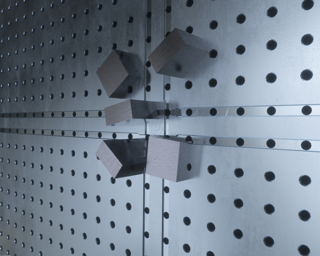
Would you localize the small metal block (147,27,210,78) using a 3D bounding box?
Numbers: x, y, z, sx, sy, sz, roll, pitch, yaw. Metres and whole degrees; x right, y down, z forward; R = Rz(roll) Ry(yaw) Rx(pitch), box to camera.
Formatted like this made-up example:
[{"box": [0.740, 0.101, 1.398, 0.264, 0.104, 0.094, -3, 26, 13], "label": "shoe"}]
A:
[{"box": [0.023, -0.088, 0.373, 0.050, 0.050, 0.025, -40, 66, 32], "label": "small metal block"}]

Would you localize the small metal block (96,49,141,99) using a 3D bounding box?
[{"box": [-0.062, -0.079, 0.459, 0.050, 0.025, 0.050, -43, 65, 31], "label": "small metal block"}]

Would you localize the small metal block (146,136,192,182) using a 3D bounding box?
[{"box": [0.011, 0.038, 0.399, 0.050, 0.025, 0.050, 9, 95, 39], "label": "small metal block"}]

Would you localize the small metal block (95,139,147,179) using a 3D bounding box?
[{"box": [-0.053, 0.042, 0.435, 0.050, 0.050, 0.025, 46, 118, 29], "label": "small metal block"}]

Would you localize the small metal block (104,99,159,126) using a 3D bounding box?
[{"box": [-0.039, -0.020, 0.423, 0.050, 0.050, 0.025, -14, 82, 39], "label": "small metal block"}]
